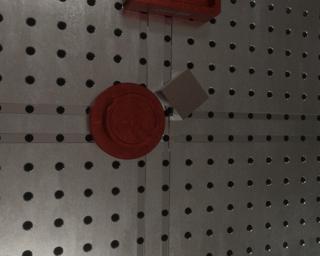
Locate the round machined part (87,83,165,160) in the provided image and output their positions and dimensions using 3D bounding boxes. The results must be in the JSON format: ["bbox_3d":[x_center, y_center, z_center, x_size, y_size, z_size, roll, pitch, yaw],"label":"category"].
[{"bbox_3d":[-0.039,-0.009,0.390,0.099,0.042,0.097,0,90,-21],"label":"round machined part"}]

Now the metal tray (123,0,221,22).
[{"bbox_3d":[0.019,-0.200,0.417,0.131,0.030,0.089,1,90,-21],"label":"metal tray"}]

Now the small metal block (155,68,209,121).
[{"bbox_3d":[0.030,-0.045,0.425,0.050,0.025,0.050,-41,103,-16],"label":"small metal block"}]
